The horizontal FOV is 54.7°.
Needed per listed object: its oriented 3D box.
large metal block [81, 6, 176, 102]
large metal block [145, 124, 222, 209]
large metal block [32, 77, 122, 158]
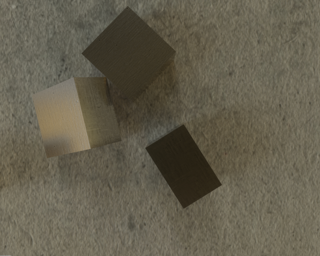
[{"bbox_3d":[-0.038,-0.091,0.397,0.080,0.050,0.080,44,90,-1],"label":"large metal block"},{"bbox_3d":[0.026,0.042,0.383,0.050,0.080,0.080,-32,90,0],"label":"large metal block"},{"bbox_3d":[-0.102,-0.012,0.378,0.080,0.050,0.080,-13,90,35],"label":"large metal block"}]
